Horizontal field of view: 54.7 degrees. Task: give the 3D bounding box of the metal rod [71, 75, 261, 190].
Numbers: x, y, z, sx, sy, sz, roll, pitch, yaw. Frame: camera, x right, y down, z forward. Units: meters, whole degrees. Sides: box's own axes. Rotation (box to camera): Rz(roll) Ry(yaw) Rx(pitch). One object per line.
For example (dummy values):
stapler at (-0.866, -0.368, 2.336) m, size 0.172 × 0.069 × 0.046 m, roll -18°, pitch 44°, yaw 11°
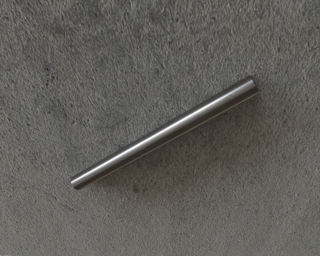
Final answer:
metal rod at (-0.008, 0.016, 0.423) m, size 0.300 × 0.025 × 0.025 m, roll -30°, pitch 124°, yaw 22°
